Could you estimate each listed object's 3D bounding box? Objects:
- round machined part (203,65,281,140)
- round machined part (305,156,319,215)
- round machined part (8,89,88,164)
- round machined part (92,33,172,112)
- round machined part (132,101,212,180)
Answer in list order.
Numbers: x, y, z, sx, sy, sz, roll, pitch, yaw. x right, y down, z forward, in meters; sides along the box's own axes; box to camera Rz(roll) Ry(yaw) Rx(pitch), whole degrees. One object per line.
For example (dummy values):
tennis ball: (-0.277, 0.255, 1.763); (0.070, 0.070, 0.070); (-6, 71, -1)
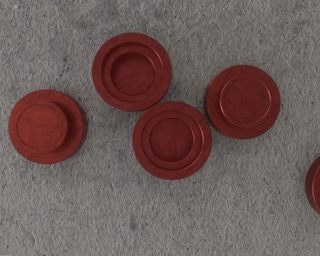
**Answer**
round machined part: (0.108, -0.034, 0.402); (0.099, 0.042, 0.097); (0, 90, 0)
round machined part: (0.237, 0.075, 0.403); (0.099, 0.042, 0.097); (0, 90, 0)
round machined part: (-0.147, -0.001, 0.400); (0.099, 0.042, 0.097); (0, 90, 0)
round machined part: (-0.034, -0.069, 0.401); (0.099, 0.042, 0.097); (0, 90, 0)
round machined part: (0.015, 0.015, 0.401); (0.099, 0.042, 0.097); (0, 91, -1)
